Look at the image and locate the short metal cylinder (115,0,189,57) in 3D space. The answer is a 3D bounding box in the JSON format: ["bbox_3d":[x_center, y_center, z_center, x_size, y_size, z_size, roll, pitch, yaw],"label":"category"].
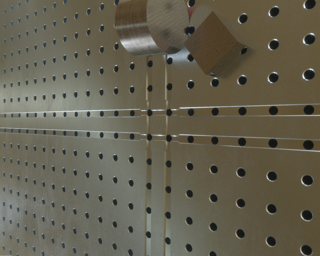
[{"bbox_3d":[-0.008,-0.129,0.380,0.050,0.081,0.079,5,93,40],"label":"short metal cylinder"}]

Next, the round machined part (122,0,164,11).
[{"bbox_3d":[-0.027,-0.215,0.420,0.098,0.042,0.097,0,90,40],"label":"round machined part"}]

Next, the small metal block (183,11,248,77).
[{"bbox_3d":[0.063,-0.096,0.357,0.050,0.025,0.050,-44,64,31],"label":"small metal block"}]
